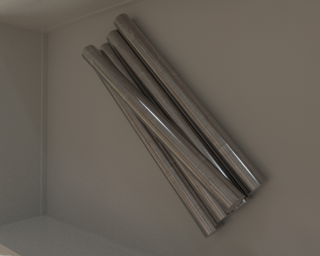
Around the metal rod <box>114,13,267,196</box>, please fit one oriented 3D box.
[{"bbox_3d":[0.023,-0.046,0.387,0.025,0.025,0.300,-50,61,28],"label":"metal rod"}]

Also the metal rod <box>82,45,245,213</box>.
[{"bbox_3d":[-0.014,-0.018,0.383,0.300,0.025,0.025,46,118,30],"label":"metal rod"}]

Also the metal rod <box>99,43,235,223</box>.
[{"bbox_3d":[-0.004,-0.011,0.409,0.025,0.025,0.300,-50,61,28],"label":"metal rod"}]

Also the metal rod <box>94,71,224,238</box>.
[{"bbox_3d":[-0.016,0.009,0.419,0.025,0.025,0.300,-50,61,28],"label":"metal rod"}]

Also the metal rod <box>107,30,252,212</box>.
[{"bbox_3d":[0.010,-0.027,0.397,0.025,0.025,0.300,-50,61,28],"label":"metal rod"}]
